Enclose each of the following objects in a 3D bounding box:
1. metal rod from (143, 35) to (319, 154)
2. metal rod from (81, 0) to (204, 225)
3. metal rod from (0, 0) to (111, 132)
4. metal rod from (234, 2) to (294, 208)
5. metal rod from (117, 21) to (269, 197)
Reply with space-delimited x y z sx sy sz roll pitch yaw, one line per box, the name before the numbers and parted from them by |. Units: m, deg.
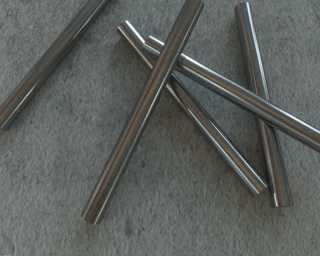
metal rod | 0.109 -0.037 0.395 0.301 0.025 0.025 32 73 10
metal rod | -0.019 -0.026 0.382 0.025 0.025 0.299 25 85 8
metal rod | -0.139 -0.124 0.451 0.025 0.025 0.300 29 72 9
metal rod | 0.138 -0.045 0.426 0.025 0.025 0.299 -4 70 -2
metal rod | 0.035 -0.036 0.421 0.025 0.025 0.300 -35 74 -12
